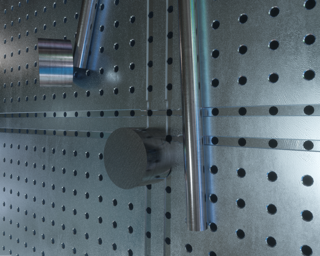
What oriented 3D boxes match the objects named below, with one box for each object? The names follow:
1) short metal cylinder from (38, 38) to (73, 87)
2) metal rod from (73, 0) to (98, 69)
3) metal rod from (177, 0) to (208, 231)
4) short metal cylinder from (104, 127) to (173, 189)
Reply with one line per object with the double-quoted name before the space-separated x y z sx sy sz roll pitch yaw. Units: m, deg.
"short metal cylinder" -0.176 -0.108 0.518 0.080 0.050 0.080 178 90 -68
"metal rod" -0.104 -0.245 0.495 0.025 0.025 0.298 22 104 38
"metal rod" 0.039 -0.029 0.377 0.025 0.025 0.298 -4 88 40
"short metal cylinder" -0.030 0.039 0.418 0.080 0.050 0.080 0 90 40
